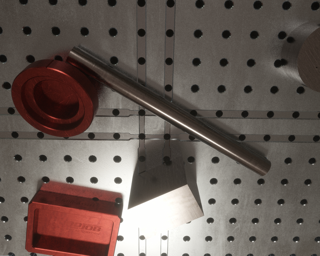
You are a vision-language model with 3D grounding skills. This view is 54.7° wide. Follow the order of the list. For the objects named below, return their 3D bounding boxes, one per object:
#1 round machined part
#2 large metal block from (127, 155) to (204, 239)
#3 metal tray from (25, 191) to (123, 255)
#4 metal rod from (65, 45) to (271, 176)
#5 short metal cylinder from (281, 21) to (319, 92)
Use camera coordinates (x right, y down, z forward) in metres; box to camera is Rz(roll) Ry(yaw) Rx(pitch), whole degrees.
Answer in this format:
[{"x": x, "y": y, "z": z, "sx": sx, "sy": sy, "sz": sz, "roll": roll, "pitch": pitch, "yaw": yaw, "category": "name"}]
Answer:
[{"x": -0.123, "y": -0.039, "z": 0.378, "sx": 0.099, "sy": 0.042, "sz": 0.097, "roll": 5, "pitch": 128, "yaw": 6, "category": "round machined part"}, {"x": 0.007, "y": 0.090, "z": 0.418, "sx": 0.080, "sy": 0.080, "sz": 0.050, "roll": -25, "pitch": 109, "yaw": 8, "category": "large metal block"}, {"x": -0.128, "y": 0.150, "z": 0.464, "sx": 0.131, "sy": 0.030, "sz": 0.089, "roll": 11, "pitch": 110, "yaw": -5, "category": "metal tray"}, {"x": 0.019, "y": -0.017, "z": 0.407, "sx": 0.301, "sy": 0.025, "sz": 0.025, "roll": 30, "pitch": 107, "yaw": -11, "category": "metal rod"}, {"x": 0.195, "y": -0.087, "z": 0.371, "sx": 0.081, "sy": 0.050, "sz": 0.079, "roll": 0, "pitch": 110, "yaw": -1, "category": "short metal cylinder"}]
